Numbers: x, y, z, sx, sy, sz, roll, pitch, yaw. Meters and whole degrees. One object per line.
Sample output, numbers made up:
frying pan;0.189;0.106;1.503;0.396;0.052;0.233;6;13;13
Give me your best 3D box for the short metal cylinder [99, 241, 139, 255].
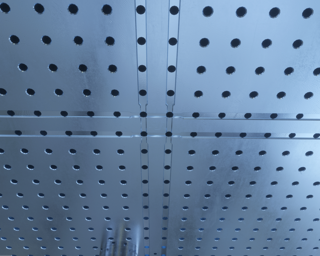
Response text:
short metal cylinder;-0.084;0.272;0.626;0.081;0.050;0.079;0;130;0
